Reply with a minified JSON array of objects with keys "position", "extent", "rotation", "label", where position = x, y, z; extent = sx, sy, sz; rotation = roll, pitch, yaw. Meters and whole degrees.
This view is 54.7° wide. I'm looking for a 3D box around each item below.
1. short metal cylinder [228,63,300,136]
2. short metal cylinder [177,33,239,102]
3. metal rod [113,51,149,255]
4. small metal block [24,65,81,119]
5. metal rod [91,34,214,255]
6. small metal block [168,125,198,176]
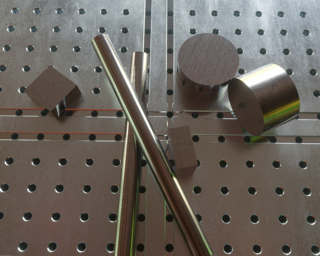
[{"position":[0.130,-0.036,0.396],"extent":[0.050,0.080,0.080],"rotation":[-24,72,-9],"label":"short metal cylinder"},{"position":[0.064,-0.083,0.429],"extent":[0.081,0.050,0.080],"rotation":[0,70,0],"label":"short metal cylinder"},{"position":[-0.036,0.036,0.397],"extent":[0.025,0.025,0.299],"rotation":[3,70,1],"label":"metal rod"},{"position":[-0.148,-0.050,0.429],"extent":[0.050,0.025,0.050],"rotation":[36,74,12],"label":"small metal block"},{"position":[-0.014,0.016,0.383],"extent":[0.025,0.025,0.299],"rotation":[-25,80,-9],"label":"metal rod"},{"position":[0.027,0.030,0.387],"extent":[0.025,0.050,0.050],"rotation":[-10,71,-4],"label":"small metal block"}]
